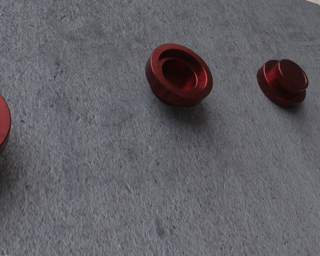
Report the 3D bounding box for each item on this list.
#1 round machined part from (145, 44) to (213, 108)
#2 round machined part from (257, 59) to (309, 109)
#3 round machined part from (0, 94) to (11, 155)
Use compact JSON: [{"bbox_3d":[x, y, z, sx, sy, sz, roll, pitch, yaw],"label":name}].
[{"bbox_3d":[0.024,-0.071,0.449,0.099,0.042,0.098,14,56,-21],"label":"round machined part"},{"bbox_3d":[0.232,-0.088,0.571,0.099,0.042,0.098,14,56,-21],"label":"round machined part"},{"bbox_3d":[-0.194,0.001,0.288,0.099,0.042,0.098,14,56,-21],"label":"round machined part"}]
